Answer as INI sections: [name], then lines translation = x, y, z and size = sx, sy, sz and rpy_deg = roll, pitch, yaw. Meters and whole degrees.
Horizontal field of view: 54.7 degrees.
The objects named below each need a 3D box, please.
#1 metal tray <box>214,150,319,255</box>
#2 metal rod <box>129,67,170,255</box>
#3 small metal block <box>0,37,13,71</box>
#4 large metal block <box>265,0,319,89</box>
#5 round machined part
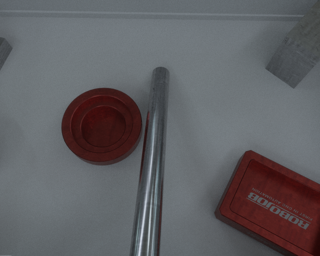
[metal tray]
translation = 0.143, 0.095, 0.369
size = 0.130, 0.030, 0.090
rpy_deg = 27, 67, 9
[metal rod]
translation = -0.007, 0.029, 0.333
size = 0.025, 0.025, 0.300
rpy_deg = 3, 45, 1
[small metal block]
translation = -0.252, -0.108, 0.446
size = 0.050, 0.025, 0.050
rpy_deg = 16, 71, 5
[large metal block]
translation = 0.201, -0.113, 0.424
size = 0.050, 0.080, 0.080
rpy_deg = 40, 75, 13
[round machined part]
translation = -0.071, 0.001, 0.399
size = 0.099, 0.042, 0.098
rpy_deg = 0, 70, -1
